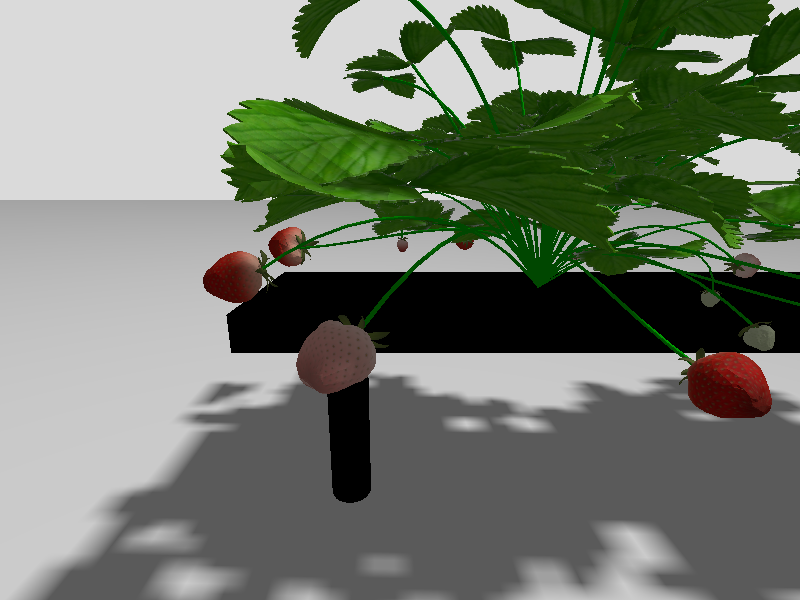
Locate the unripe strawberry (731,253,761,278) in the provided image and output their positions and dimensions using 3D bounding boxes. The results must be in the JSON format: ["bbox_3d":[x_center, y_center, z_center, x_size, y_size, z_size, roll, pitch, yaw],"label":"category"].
[{"bbox_3d":[0.346,-0.034,0.398,0.025,0.024,0.023,-1,16,-11],"label":"unripe strawberry"}]

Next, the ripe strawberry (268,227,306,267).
[{"bbox_3d":[-0.127,-0.061,0.452,0.042,0.044,0.039,6,17,21],"label":"ripe strawberry"}]

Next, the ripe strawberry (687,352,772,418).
[{"bbox_3d":[0.127,0.034,0.154,0.025,0.026,0.027,0,16,-1],"label":"ripe strawberry"}]

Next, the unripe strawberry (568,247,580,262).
[{"bbox_3d":[0.210,-0.055,0.482,0.018,0.019,0.019,10,18,32],"label":"unripe strawberry"}]

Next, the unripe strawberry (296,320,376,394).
[{"bbox_3d":[-0.029,0.026,0.172,0.034,0.031,0.031,12,43,37],"label":"unripe strawberry"}]

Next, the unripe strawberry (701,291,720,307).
[{"bbox_3d":[0.220,-0.001,0.284,0.011,0.011,0.011,12,20,37],"label":"unripe strawberry"}]

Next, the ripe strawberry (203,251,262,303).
[{"bbox_3d":[-0.127,-0.017,0.307,0.043,0.037,0.043,-13,18,-8],"label":"ripe strawberry"}]

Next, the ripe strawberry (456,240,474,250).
[{"bbox_3d":[0.092,-0.087,0.580,0.028,0.029,0.030,-2,7,-8],"label":"ripe strawberry"}]

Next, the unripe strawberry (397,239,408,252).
[{"bbox_3d":[0.004,-0.074,0.550,0.016,0.017,0.018,-9,18,-30],"label":"unripe strawberry"}]

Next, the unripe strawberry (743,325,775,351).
[{"bbox_3d":[0.197,0.021,0.219,0.015,0.014,0.014,-8,-27,-26],"label":"unripe strawberry"}]
